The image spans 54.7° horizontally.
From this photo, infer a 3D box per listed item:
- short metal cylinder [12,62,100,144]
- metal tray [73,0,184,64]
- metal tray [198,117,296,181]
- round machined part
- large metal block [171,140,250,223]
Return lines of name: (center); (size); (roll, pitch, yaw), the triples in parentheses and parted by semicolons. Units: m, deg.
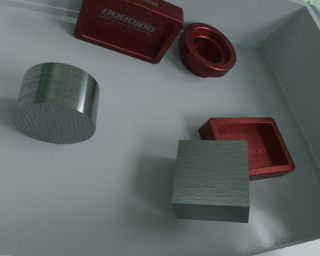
short metal cylinder: (-0.107, -0.023, 0.328); (0.081, 0.080, 0.050); (13, 57, -22)
metal tray: (-0.044, -0.145, 0.430); (0.131, 0.090, 0.030); (14, 56, -21)
metal tray: (0.129, 0.030, 0.455); (0.131, 0.030, 0.090); (-1, 63, -29)
round machined part: (0.073, -0.122, 0.511); (0.099, 0.042, 0.098); (14, 56, -21)
large metal block: (0.061, 0.061, 0.363); (0.080, 0.050, 0.080); (0, 54, 13)
